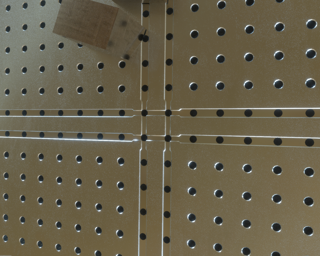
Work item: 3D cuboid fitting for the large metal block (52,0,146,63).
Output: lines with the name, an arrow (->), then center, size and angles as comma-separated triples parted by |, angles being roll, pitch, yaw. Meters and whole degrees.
large metal block -> -0.077, -0.129, 0.409 | 0.080, 0.080, 0.050 | 22, 97, 18

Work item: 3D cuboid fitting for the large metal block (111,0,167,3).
large metal block -> -0.031, -0.215, 0.409 | 0.080, 0.050, 0.079 | 9, 93, 19
